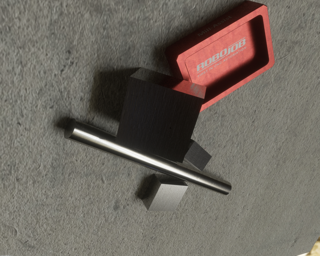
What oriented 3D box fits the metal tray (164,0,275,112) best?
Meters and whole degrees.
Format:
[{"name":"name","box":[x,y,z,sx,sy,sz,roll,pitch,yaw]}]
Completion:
[{"name":"metal tray","box":[0.080,-0.089,0.393,0.131,0.030,0.090,-32,129,-8]}]

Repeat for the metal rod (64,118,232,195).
[{"name":"metal rod","box":[0.005,0.052,0.443,0.301,0.025,0.025,26,104,-38]}]

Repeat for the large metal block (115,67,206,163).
[{"name":"large metal block","box":[0.002,-0.016,0.358,0.080,0.050,0.079,18,114,4]}]

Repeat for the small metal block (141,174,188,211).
[{"name":"small metal block","box":[0.007,0.100,0.474,0.050,0.025,0.050,12,112,-34]}]

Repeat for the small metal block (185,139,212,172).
[{"name":"small metal block","box":[0.035,0.030,0.425,0.025,0.050,0.050,-56,135,-6]}]
